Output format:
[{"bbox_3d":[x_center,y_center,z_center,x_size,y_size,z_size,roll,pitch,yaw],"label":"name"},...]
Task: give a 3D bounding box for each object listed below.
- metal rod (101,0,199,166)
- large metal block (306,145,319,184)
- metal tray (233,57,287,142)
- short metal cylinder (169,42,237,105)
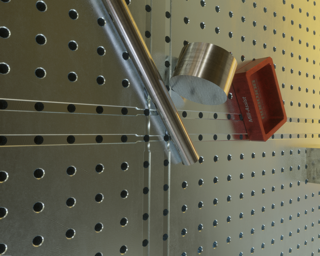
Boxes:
[{"bbox_3d":[-0.018,-0.078,0.393,0.025,0.025,0.299,-41,115,-32],"label":"metal rod"},{"bbox_3d":[0.380,0.082,0.712,0.081,0.050,0.079,-4,93,-40],"label":"large metal block"},{"bbox_3d":[0.181,-0.052,0.557,0.091,0.030,0.129,-33,111,-35],"label":"metal tray"},{"bbox_3d":[0.059,-0.072,0.423,0.080,0.080,0.050,32,70,-36],"label":"short metal cylinder"}]
